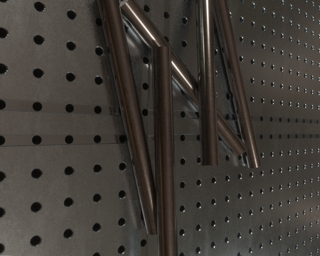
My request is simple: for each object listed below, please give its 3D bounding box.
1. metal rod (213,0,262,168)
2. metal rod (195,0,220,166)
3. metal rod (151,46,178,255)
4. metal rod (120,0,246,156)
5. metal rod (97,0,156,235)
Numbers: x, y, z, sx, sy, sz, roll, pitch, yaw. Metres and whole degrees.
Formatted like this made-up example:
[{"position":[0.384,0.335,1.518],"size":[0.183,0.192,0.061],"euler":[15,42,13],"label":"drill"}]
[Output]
[{"position":[0.129,-0.073,0.519],"size":[0.025,0.025,0.298],"euler":[-26,107,-37],"label":"metal rod"},{"position":[0.065,-0.096,0.439],"size":[0.025,0.025,0.298],"euler":[8,77,-40],"label":"metal rod"},{"position":[0.006,0.050,0.385],"size":[0.025,0.025,0.298],"euler":[-1,89,-40],"label":"metal rod"},{"position":[0.045,-0.058,0.449],"size":[0.300,0.025,0.025],"euler":[47,62,-30],"label":"metal rod"},{"position":[-0.034,-0.011,0.382],"size":[0.025,0.025,0.298],"euler":[-19,102,-39],"label":"metal rod"}]
